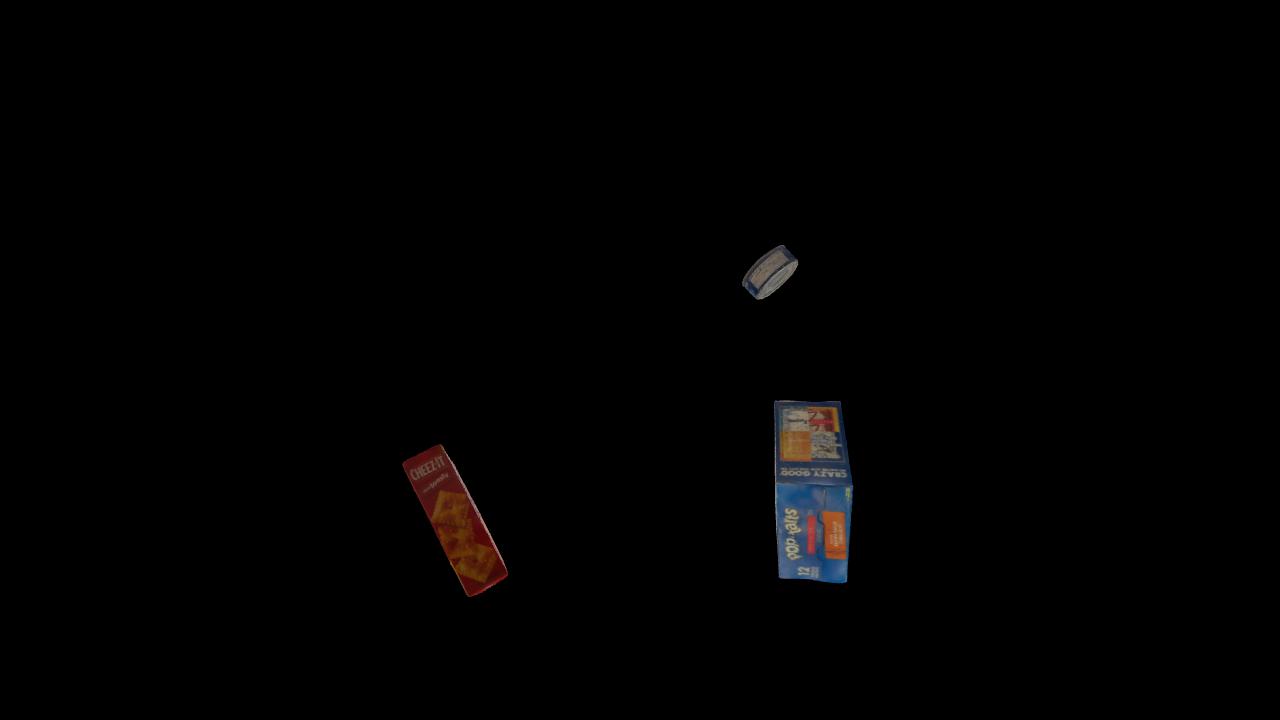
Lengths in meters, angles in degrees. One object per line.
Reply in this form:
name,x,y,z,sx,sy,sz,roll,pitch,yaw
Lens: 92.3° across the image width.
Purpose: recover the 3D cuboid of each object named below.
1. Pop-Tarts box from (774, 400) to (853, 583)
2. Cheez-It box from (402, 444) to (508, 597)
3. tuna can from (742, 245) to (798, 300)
Pop-Tarts box,0.205,0.156,0.739,0.083,0.167,0.141,-2,35,13
Cheez-It box,-0.286,0.256,0.969,0.071,0.223,0.166,-27,-12,-20
tuna can,0.194,-0.129,0.915,0.084,0.034,0.084,-36,-16,-12
